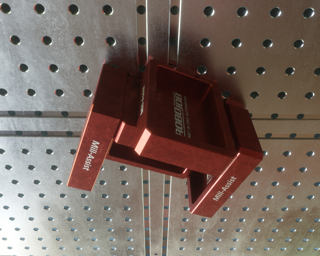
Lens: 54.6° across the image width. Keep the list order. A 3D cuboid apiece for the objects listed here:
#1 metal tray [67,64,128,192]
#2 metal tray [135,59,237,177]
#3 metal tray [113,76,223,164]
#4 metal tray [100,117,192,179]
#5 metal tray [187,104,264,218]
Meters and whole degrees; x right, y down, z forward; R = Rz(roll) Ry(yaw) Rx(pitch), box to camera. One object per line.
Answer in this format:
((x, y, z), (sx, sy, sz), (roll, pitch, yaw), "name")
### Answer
((-0.075, 0.001, 0.369), (0.030, 0.090, 0.129), (17, 128, -14), "metal tray")
((0.024, -0.016, 0.328), (0.091, 0.130, 0.030), (17, 128, -15), "metal tray")
((0.016, -0.007, 0.363), (0.131, 0.090, 0.030), (17, 128, -14), "metal tray")
((-0.006, 0.017, 0.422), (0.131, 0.030, 0.089), (17, 128, -15), "metal tray")
((0.077, 0.044, 0.406), (0.030, 0.090, 0.129), (17, 128, -14), "metal tray")
